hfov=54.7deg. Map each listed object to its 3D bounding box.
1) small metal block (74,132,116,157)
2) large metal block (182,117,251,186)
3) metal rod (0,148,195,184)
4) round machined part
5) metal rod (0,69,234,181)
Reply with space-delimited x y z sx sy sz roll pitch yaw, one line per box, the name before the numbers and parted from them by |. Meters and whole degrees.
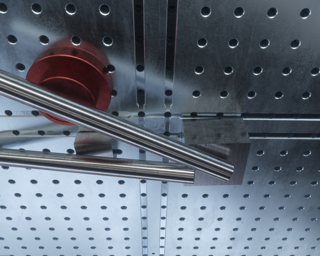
small metal block | -0.090 0.032 0.438 0.050 0.025 0.050 0 130 0
large metal block | 0.072 0.033 0.421 0.081 0.050 0.079 -2 130 1
metal rod | -0.105 0.049 0.415 0.301 0.025 0.025 4 131 10
round machined part | -0.107 -0.041 0.363 0.099 0.042 0.097 -1 130 0
metal rod | -0.050 -0.001 0.347 0.302 0.025 0.025 22 127 -15
